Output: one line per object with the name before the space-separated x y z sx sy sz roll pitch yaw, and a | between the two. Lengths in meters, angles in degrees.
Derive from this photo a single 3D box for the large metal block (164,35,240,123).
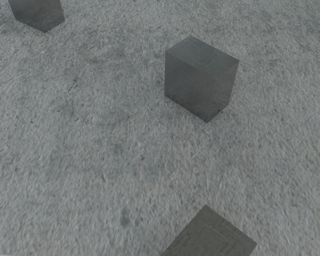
large metal block | 0.053 -0.067 0.424 0.080 0.080 0.050 36 59 26

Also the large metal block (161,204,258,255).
large metal block | 0.030 0.125 0.263 0.050 0.080 0.080 35 58 25

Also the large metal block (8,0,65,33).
large metal block | -0.227 -0.230 0.558 0.080 0.080 0.050 27 55 21
